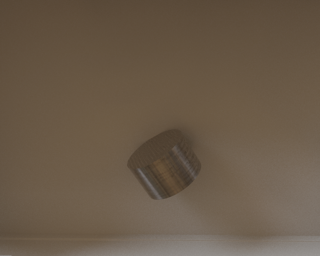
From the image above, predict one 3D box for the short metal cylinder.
[{"bbox_3d":[0.005,0.045,0.399,0.080,0.080,0.050,-30,108,10],"label":"short metal cylinder"}]
